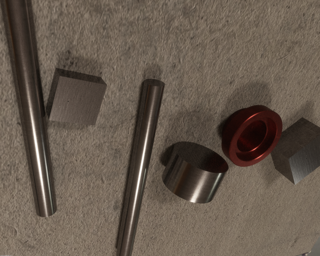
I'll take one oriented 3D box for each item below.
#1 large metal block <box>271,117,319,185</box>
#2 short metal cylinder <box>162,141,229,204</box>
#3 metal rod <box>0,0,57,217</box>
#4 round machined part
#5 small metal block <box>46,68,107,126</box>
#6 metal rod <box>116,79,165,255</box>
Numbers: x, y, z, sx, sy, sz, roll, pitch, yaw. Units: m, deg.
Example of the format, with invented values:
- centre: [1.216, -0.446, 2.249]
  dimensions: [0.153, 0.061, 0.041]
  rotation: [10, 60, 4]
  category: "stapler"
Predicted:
- centre: [0.249, 0.042, 0.556]
  dimensions: [0.080, 0.050, 0.080]
  rotation: [-36, 130, -5]
  category: "large metal block"
- centre: [0.049, 0.061, 0.438]
  dimensions: [0.081, 0.080, 0.050]
  rotation: [7, 115, -32]
  category: "short metal cylinder"
- centre: [-0.133, -0.025, 0.319]
  dimensions: [0.025, 0.025, 0.298]
  rotation: [-10, 123, -24]
  category: "metal rod"
- centre: [0.136, 0.008, 0.478]
  dimensions: [0.099, 0.042, 0.097]
  rotation: [-14, 125, -21]
  category: "round machined part"
- centre: [-0.092, -0.033, 0.337]
  dimensions: [0.050, 0.025, 0.050]
  rotation: [7, 115, -32]
  category: "small metal block"
- centre: [-0.033, 0.076, 0.437]
  dimensions: [0.025, 0.025, 0.298]
  rotation: [-3, 120, -27]
  category: "metal rod"
